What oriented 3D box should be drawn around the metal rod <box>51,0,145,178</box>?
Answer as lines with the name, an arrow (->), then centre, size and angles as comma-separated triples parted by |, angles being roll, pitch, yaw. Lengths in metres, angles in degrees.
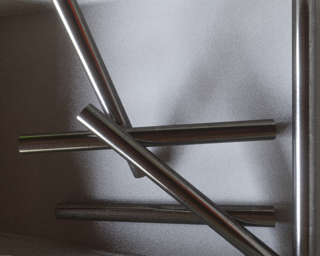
metal rod -> -0.077, -0.069, 0.370 | 0.025, 0.025, 0.299 | -15, 111, 19

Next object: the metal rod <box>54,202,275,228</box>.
metal rod -> -0.007, 0.114, 0.412 | 0.301, 0.025, 0.025 | -4, 89, 19

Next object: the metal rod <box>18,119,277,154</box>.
metal rod -> -0.017, 0.011, 0.372 | 0.302, 0.025, 0.025 | -3, 89, 3

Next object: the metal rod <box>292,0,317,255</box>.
metal rod -> 0.164, 0.000, 0.352 | 0.025, 0.025, 0.298 | 0, 90, 19

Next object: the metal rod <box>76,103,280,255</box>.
metal rod -> 0.032, 0.077, 0.352 | 0.300, 0.025, 0.025 | 39, 103, -3
